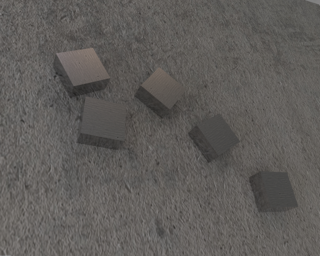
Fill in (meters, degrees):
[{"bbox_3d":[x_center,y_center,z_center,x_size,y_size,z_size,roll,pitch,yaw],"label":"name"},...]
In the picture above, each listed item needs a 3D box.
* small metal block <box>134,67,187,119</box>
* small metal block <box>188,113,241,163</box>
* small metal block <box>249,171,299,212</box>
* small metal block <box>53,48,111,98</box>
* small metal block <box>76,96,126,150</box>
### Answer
[{"bbox_3d":[0.001,-0.050,0.434,0.050,0.025,0.050,40,51,-1],"label":"small metal block"},{"bbox_3d":[0.076,0.014,0.436,0.050,0.025,0.050,-25,76,-37],"label":"small metal block"},{"bbox_3d":[0.159,0.089,0.434,0.050,0.025,0.050,6,59,-25],"label":"small metal block"},{"bbox_3d":[-0.100,-0.071,0.393,0.050,0.025,0.050,-21,73,-36],"label":"small metal block"},{"bbox_3d":[-0.069,-0.005,0.369,0.050,0.025,0.050,12,57,-22],"label":"small metal block"}]
